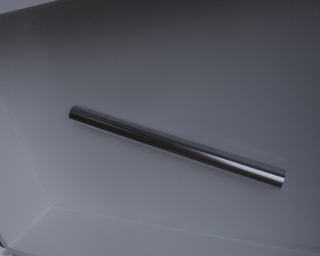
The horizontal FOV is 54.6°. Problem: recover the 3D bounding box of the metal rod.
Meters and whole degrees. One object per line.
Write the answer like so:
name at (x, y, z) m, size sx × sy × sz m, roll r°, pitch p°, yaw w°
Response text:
metal rod at (0.009, 0.020, 0.415) m, size 0.301 × 0.025 × 0.025 m, roll 17°, pitch 125°, yaw 18°
